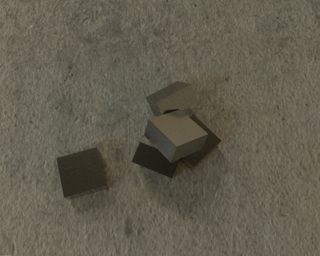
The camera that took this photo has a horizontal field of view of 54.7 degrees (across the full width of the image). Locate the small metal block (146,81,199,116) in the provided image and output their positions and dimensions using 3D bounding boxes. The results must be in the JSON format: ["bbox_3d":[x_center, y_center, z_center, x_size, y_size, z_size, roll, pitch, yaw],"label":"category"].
[{"bbox_3d":[0.015,-0.037,0.406,0.050,0.050,0.025,-28,109,-10],"label":"small metal block"}]

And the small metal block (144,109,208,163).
[{"bbox_3d":[0.019,0.008,0.363,0.050,0.025,0.050,-19,50,-37],"label":"small metal block"}]

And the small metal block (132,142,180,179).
[{"bbox_3d":[-0.003,0.040,0.378,0.050,0.050,0.025,21,85,7],"label":"small metal block"}]

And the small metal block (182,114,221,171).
[{"bbox_3d":[0.042,0.019,0.402,0.050,0.025,0.050,-42,76,-14],"label":"small metal block"}]

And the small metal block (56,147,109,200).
[{"bbox_3d":[-0.096,0.057,0.386,0.050,0.025,0.050,-16,71,-6],"label":"small metal block"}]
